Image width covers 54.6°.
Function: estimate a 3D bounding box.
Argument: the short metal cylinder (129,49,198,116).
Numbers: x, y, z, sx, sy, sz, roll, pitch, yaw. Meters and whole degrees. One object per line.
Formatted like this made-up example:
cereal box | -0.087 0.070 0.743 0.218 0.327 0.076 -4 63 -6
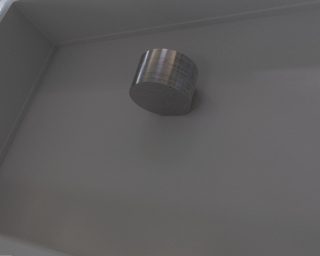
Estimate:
short metal cylinder | 0.006 -0.057 0.403 0.080 0.080 0.050 1 62 29
